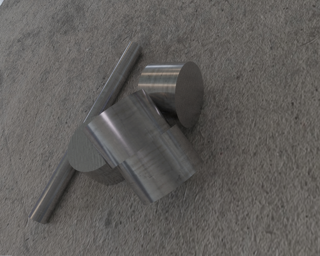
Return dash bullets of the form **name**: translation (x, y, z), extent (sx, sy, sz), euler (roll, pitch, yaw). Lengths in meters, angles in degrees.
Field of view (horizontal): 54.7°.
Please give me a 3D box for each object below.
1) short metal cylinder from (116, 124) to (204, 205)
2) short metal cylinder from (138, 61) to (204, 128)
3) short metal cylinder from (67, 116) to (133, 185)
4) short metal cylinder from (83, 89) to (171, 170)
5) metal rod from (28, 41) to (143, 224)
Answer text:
- **short metal cylinder**: translation (0.000, 0.038, 0.336), extent (0.080, 0.080, 0.050), euler (-35, 90, 5)
- **short metal cylinder**: translation (0.016, -0.042, 0.386), extent (0.050, 0.080, 0.080), euler (5, 64, 30)
- **short metal cylinder**: translation (-0.073, 0.029, 0.408), extent (0.080, 0.050, 0.080), euler (-13, 56, 21)
- **short metal cylinder**: translation (-0.035, 0.002, 0.335), extent (0.080, 0.080, 0.050), euler (-35, 89, 5)
- **metal rod**: translation (-0.102, -0.005, 0.460), extent (0.025, 0.025, 0.300), euler (14, 68, 33)
